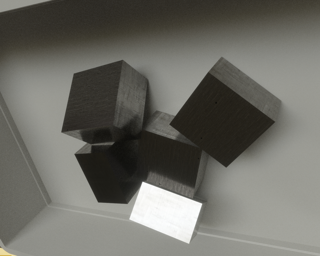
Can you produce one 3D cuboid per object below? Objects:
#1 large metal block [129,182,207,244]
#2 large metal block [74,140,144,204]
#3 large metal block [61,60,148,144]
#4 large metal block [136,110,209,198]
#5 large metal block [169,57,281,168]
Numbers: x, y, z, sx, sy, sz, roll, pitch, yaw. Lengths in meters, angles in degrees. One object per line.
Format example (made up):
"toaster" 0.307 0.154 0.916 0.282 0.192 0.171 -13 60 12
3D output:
"large metal block" 0.015 0.112 0.423 0.080 0.080 0.050 17 83 16
"large metal block" -0.059 0.047 0.430 0.050 0.080 0.080 -6 116 30
"large metal block" -0.066 -0.028 0.380 0.080 0.080 0.050 -7 157 32
"large metal block" 0.018 0.033 0.401 0.080 0.050 0.079 18 125 17
"large metal block" 0.071 -0.017 0.342 0.080 0.050 0.080 37 129 2
